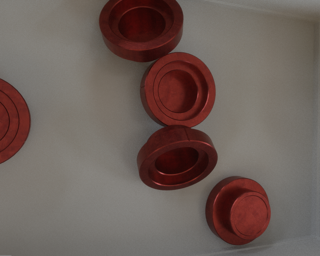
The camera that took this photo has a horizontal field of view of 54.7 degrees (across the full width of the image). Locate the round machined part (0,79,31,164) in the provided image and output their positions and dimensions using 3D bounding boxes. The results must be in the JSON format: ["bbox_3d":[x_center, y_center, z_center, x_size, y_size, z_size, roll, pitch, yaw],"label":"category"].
[{"bbox_3d":[-0.191,-0.007,0.331,0.099,0.042,0.097,0,90,-21],"label":"round machined part"}]

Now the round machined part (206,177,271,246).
[{"bbox_3d":[0.119,0.121,0.447,0.099,0.042,0.097,0,90,-21],"label":"round machined part"}]

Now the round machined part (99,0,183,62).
[{"bbox_3d":[-0.021,-0.120,0.379,0.099,0.042,0.098,0,64,1],"label":"round machined part"}]

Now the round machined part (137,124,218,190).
[{"bbox_3d":[0.019,0.034,0.392,0.099,0.042,0.097,-9,137,-8],"label":"round machined part"}]

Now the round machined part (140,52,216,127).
[{"bbox_3d":[0.020,-0.047,0.410,0.099,0.042,0.097,0,90,-21],"label":"round machined part"}]
